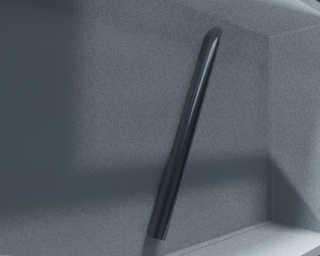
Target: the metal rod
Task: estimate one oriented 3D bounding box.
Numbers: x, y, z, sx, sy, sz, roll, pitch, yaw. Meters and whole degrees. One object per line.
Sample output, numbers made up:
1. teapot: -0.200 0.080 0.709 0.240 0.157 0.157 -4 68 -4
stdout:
1. metal rod: 0.037 0.004 0.440 0.025 0.025 0.299 28 73 -37
